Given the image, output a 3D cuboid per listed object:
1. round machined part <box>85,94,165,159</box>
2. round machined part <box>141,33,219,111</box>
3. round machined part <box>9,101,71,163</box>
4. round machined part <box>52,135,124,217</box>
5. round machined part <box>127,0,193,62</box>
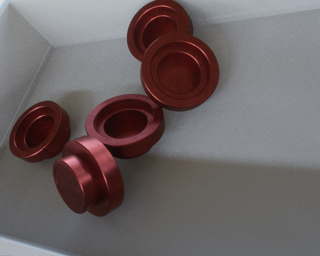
[{"bbox_3d":[-0.042,0.002,0.400,0.099,0.042,0.098,-5,43,5],"label":"round machined part"},{"bbox_3d":[0.023,-0.069,0.403,0.099,0.042,0.097,1,80,-8],"label":"round machined part"},{"bbox_3d":[-0.180,0.010,0.481,0.098,0.042,0.098,-13,56,20],"label":"round machined part"},{"bbox_3d":[-0.090,0.061,0.365,0.098,0.097,0.042,26,36,36],"label":"round machined part"},{"bbox_3d":[0.003,-0.136,0.462,0.098,0.042,0.097,-4,80,24],"label":"round machined part"}]
